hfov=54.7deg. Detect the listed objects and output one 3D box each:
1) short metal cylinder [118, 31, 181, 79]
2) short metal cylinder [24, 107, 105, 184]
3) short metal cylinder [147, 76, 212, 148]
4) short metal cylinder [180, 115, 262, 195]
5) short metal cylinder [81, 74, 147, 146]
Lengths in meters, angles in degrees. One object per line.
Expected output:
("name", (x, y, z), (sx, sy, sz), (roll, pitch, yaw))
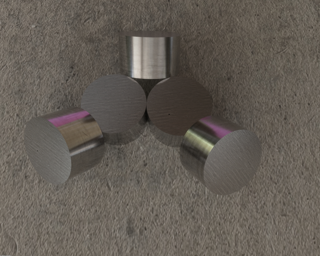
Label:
("short metal cylinder", (-0.014, -0.099, 0.410), (0.080, 0.080, 0.050), (2, 113, 0))
("short metal cylinder", (-0.113, 0.019, 0.365), (0.080, 0.080, 0.050), (45, 36, 14))
("short metal cylinder", (0.024, -0.020, 0.403), (0.081, 0.050, 0.080), (0, 70, 0))
("short metal cylinder", (0.071, 0.031, 0.363), (0.080, 0.080, 0.050), (-35, 32, -12))
("short metal cylinder", (-0.057, -0.023, 0.403), (0.081, 0.050, 0.080), (0, 70, 0))
